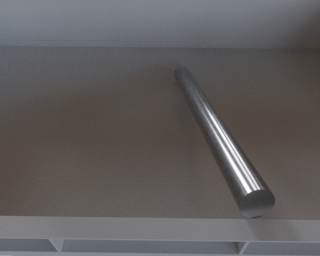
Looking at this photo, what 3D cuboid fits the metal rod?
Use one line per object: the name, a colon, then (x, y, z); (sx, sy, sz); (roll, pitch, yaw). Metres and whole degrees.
metal rod: (0.050, -0.015, 0.344); (0.025, 0.025, 0.300); (-5, 27, -4)
